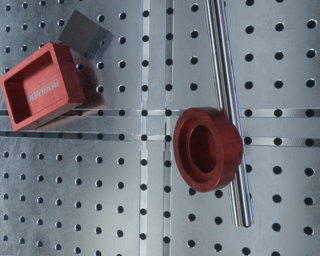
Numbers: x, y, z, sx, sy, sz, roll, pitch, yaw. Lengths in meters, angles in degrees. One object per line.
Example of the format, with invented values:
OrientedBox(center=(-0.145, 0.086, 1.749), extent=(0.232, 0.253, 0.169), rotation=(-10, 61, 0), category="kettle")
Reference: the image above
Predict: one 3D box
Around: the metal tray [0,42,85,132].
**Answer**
OrientedBox(center=(-0.177, -0.057, 0.456), extent=(0.130, 0.030, 0.090), rotation=(-22, 83, 30), category="metal tray")

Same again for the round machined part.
OrientedBox(center=(0.059, 0.023, 0.365), extent=(0.098, 0.042, 0.097), rotation=(17, 110, 59), category="round machined part")

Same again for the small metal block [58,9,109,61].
OrientedBox(center=(-0.111, -0.135, 0.450), extent=(0.050, 0.025, 0.050), rotation=(37, 101, 16), category="small metal block")

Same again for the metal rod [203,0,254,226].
OrientedBox(center=(0.083, -0.032, 0.382), extent=(0.025, 0.025, 0.298), rotation=(-8, 87, 19), category="metal rod")
